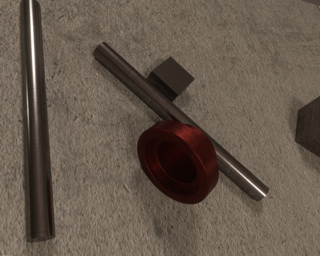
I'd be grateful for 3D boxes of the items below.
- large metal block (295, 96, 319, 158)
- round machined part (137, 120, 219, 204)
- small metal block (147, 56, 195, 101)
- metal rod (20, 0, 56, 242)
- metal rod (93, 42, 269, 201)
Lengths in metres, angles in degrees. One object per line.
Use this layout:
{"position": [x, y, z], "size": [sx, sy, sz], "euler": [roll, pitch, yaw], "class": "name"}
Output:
{"position": [0.291, 0.004, 0.546], "size": [0.080, 0.050, 0.080], "euler": [32, 51, -8], "class": "large metal block"}
{"position": [0.024, 0.034, 0.351], "size": [0.098, 0.097, 0.042], "euler": [49, 51, 6], "class": "round machined part"}
{"position": [0.015, -0.071, 0.457], "size": [0.050, 0.025, 0.050], "euler": [43, 51, 1], "class": "small metal block"}
{"position": [-0.140, -0.030, 0.346], "size": [0.025, 0.025, 0.299], "euler": [1, 61, -28], "class": "metal rod"}
{"position": [0.028, -0.009, 0.425], "size": [0.300, 0.025, 0.025], "euler": [42, 51, 0], "class": "metal rod"}
